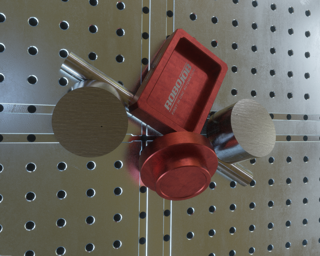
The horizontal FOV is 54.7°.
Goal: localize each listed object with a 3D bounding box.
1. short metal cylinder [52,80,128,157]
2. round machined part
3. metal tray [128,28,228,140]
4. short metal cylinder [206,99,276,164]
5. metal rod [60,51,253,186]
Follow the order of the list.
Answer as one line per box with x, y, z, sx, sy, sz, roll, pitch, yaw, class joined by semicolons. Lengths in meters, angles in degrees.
-0.079;-0.012;0.358;0.081;0.050;0.079;-3;107;-9;short metal cylinder
0.025;0.054;0.384;0.099;0.042;0.097;-6;134;-7;round machined part
0.028;-0.054;0.404;0.090;0.030;0.130;34;66;-17;metal tray
0.112;0.006;0.428;0.081;0.050;0.080;11;68;-28;short metal cylinder
0.008;-0.003;0.415;0.301;0.025;0.025;33;79;-17;metal rod
